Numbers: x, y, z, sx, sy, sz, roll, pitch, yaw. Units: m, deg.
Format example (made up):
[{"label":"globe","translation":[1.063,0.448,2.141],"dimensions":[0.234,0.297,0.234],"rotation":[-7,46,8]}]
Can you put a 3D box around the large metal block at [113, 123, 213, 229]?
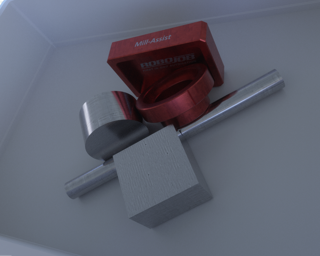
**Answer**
[{"label":"large metal block","translation":[0.002,0.055,0.350],"dimensions":[0.080,0.050,0.080],"rotation":[-29,52,9]}]

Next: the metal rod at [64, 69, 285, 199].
[{"label":"metal rod","translation":[0.011,0.012,0.389],"dimensions":[0.301,0.025,0.025],"rotation":[-29,52,9]}]

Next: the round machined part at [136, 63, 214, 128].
[{"label":"round machined part","translation":[0.023,-0.036,0.384],"dimensions":[0.098,0.042,0.098],"rotation":[-26,24,13]}]

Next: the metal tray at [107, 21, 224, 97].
[{"label":"metal tray","translation":[0.009,-0.083,0.406],"dimensions":[0.130,0.090,0.030],"rotation":[-6,59,24]}]

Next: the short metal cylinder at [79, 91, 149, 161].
[{"label":"short metal cylinder","translation":[-0.060,-0.001,0.399],"dimensions":[0.080,0.080,0.050],"rotation":[-29,52,9]}]
